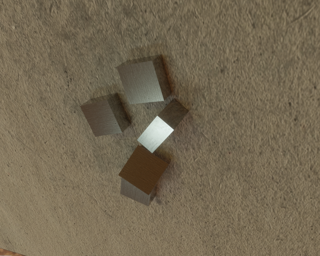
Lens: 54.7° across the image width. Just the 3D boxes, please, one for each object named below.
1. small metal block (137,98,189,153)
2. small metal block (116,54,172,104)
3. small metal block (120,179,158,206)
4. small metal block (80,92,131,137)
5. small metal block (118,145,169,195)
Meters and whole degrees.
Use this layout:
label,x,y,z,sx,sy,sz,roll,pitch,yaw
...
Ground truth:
label,x,y,z,sx,sy,sz,roll,pitch,yaw
small metal block,0.004,-0.003,0.386,0.025,0.050,0.050,41,129,0
small metal block,-0.019,-0.059,0.380,0.050,0.025,0.050,-3,117,29
small metal block,-0.032,0.086,0.477,0.050,0.025,0.050,20,126,16
small metal block,-0.076,-0.018,0.436,0.050,0.025,0.050,-9,114,32
small metal block,-0.022,0.059,0.437,0.050,0.025,0.050,32,85,7
